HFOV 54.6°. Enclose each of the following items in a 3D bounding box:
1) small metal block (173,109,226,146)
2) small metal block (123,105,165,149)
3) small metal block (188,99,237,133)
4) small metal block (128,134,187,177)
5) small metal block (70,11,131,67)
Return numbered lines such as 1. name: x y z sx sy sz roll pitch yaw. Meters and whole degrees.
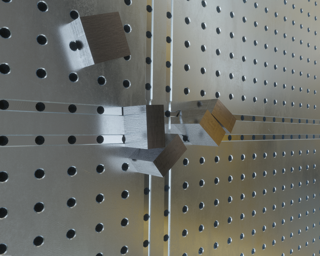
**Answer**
1. small metal block: 0.056 0.000 0.439 0.050 0.050 0.025 46 63 -30
2. small metal block: -0.020 -0.002 0.375 0.025 0.050 0.050 -4 93 -37
3. small metal block: 0.075 -0.016 0.454 0.050 0.050 0.025 41 66 -33
4. small metal block: -0.003 0.032 0.389 0.050 0.050 0.025 -46 118 -30
5. small metal block: -0.067 -0.101 0.352 0.050 0.025 0.050 -25 106 -37
